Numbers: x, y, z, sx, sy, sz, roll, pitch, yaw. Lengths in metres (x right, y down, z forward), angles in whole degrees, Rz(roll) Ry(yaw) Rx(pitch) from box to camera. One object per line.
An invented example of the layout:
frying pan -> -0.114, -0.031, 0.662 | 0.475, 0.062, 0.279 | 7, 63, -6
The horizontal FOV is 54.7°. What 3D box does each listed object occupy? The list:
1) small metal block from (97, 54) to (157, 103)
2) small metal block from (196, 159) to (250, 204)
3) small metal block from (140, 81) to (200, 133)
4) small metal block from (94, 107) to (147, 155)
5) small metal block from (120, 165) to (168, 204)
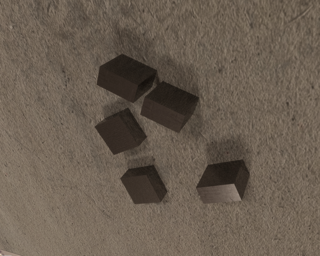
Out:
small metal block -> -0.039, -0.061, 0.372 | 0.050, 0.050, 0.025 | 27, 128, 10
small metal block -> 0.080, 0.067, 0.389 | 0.050, 0.050, 0.025 | -14, 111, 33
small metal block -> 0.012, -0.026, 0.367 | 0.050, 0.050, 0.025 | 26, 127, 11
small metal block -> -0.055, 0.005, 0.438 | 0.050, 0.025, 0.050 | -21, 107, 35
small metal block -> -0.024, 0.087, 0.472 | 0.050, 0.025, 0.050 | -14, 112, 33
